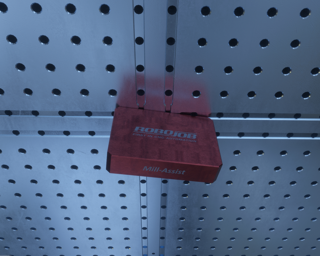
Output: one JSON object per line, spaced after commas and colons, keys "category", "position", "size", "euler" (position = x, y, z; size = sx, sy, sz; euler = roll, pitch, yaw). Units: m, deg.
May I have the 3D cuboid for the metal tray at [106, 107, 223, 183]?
{"category": "metal tray", "position": [0.004, 0.019, 0.385], "size": [0.131, 0.090, 0.030], "euler": [7, 130, -6]}
